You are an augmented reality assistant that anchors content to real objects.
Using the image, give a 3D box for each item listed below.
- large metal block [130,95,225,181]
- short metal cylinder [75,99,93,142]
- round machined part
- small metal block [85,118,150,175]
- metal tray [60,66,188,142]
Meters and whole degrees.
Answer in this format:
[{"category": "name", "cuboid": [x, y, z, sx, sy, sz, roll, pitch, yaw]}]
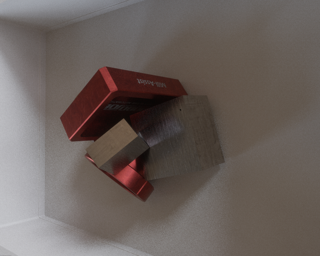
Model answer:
[{"category": "large metal block", "cuboid": [0.019, 0.012, 0.362, 0.080, 0.050, 0.080, -18, 83, 38]}, {"category": "short metal cylinder", "cuboid": [-0.075, -0.016, 0.428, 0.050, 0.081, 0.079, 28, 108, 36]}, {"category": "round machined part", "cuboid": [-0.046, 0.050, 0.405, 0.098, 0.098, 0.042, 26, 71, 36]}, {"category": "small metal block", "cuboid": [-0.044, 0.022, 0.334, 0.050, 0.050, 0.025, -39, 70, -2]}, {"category": "metal tray", "cuboid": [-0.037, -0.024, 0.364, 0.090, 0.131, 0.030, -42, 66, 31]}]
